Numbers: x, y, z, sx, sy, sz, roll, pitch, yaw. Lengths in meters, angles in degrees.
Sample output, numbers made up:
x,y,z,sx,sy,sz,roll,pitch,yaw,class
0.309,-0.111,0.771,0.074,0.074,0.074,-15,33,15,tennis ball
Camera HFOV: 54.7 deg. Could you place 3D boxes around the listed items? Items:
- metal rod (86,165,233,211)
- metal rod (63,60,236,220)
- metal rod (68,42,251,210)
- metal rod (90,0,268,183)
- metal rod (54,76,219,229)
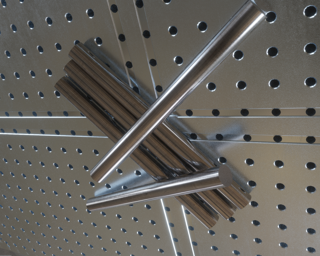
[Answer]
x,y,z,sx,sy,sz,roll,pitch,yaw,class
-0.024,0.096,0.455,0.299,0.025,0.025,-23,106,45,metal rod
-0.012,0.016,0.426,0.300,0.025,0.025,43,129,-2,metal rod
0.001,-0.002,0.408,0.300,0.025,0.025,42,129,-2,metal rod
0.002,-0.023,0.368,0.025,0.025,0.299,44,121,-2,metal rod
-0.032,0.036,0.449,0.300,0.025,0.025,43,129,-2,metal rod
